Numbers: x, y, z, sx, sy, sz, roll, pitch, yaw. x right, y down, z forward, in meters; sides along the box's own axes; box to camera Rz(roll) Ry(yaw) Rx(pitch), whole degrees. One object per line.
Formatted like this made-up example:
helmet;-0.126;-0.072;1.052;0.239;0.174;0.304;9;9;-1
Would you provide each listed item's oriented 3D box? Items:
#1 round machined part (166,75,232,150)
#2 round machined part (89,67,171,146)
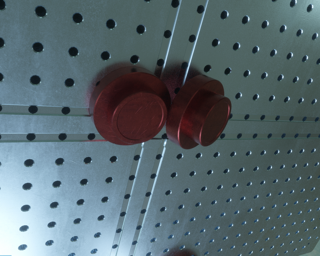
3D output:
round machined part;0.056;-0.015;0.398;0.099;0.042;0.097;-35;141;-35
round machined part;-0.031;-0.020;0.371;0.099;0.042;0.097;-14;124;-21
